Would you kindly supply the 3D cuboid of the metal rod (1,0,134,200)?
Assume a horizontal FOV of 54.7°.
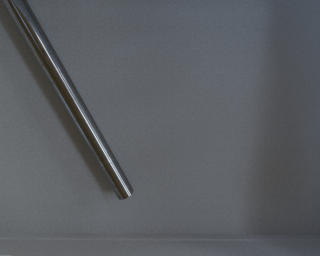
[{"bbox_3d":[-0.111,-0.032,0.397,0.025,0.025,0.299,-23,109,8],"label":"metal rod"}]
